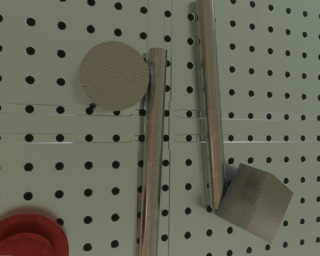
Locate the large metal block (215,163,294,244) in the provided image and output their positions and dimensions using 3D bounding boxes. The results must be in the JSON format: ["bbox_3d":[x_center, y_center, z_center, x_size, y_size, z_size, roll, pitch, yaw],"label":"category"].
[{"bbox_3d":[0.135,0.107,0.437,0.080,0.050,0.080,36,77,-40],"label":"large metal block"}]

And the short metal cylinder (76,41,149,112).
[{"bbox_3d":[-0.059,-0.060,0.378,0.081,0.050,0.079,0,90,-21],"label":"short metal cylinder"}]

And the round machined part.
[{"bbox_3d":[-0.154,0.145,0.347,0.099,0.042,0.097,0,90,-21],"label":"round machined part"}]

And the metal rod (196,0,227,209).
[{"bbox_3d":[0.074,-0.035,0.441,0.025,0.025,0.298,-5,92,-20],"label":"metal rod"}]

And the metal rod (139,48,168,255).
[{"bbox_3d":[-0.010,0.045,0.410,0.025,0.025,0.298,3,89,-20],"label":"metal rod"}]
